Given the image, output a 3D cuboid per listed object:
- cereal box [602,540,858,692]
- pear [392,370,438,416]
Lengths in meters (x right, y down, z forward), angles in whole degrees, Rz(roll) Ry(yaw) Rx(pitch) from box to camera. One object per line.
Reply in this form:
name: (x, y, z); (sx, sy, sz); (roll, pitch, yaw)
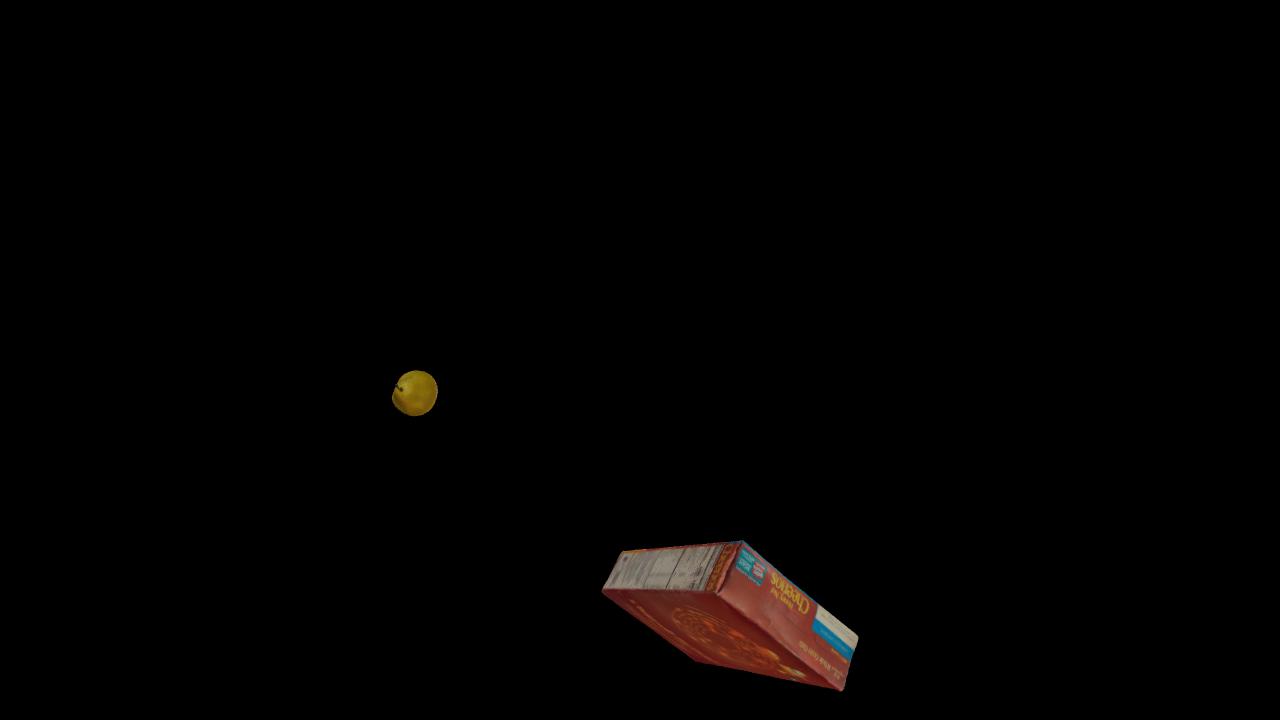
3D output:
cereal box: (0.103, 0.333, 0.818); (0.203, 0.081, 0.306); (40, -33, -11)
pear: (-0.393, 0.059, 1.052); (0.080, 0.080, 0.111); (0, 3, 2)
